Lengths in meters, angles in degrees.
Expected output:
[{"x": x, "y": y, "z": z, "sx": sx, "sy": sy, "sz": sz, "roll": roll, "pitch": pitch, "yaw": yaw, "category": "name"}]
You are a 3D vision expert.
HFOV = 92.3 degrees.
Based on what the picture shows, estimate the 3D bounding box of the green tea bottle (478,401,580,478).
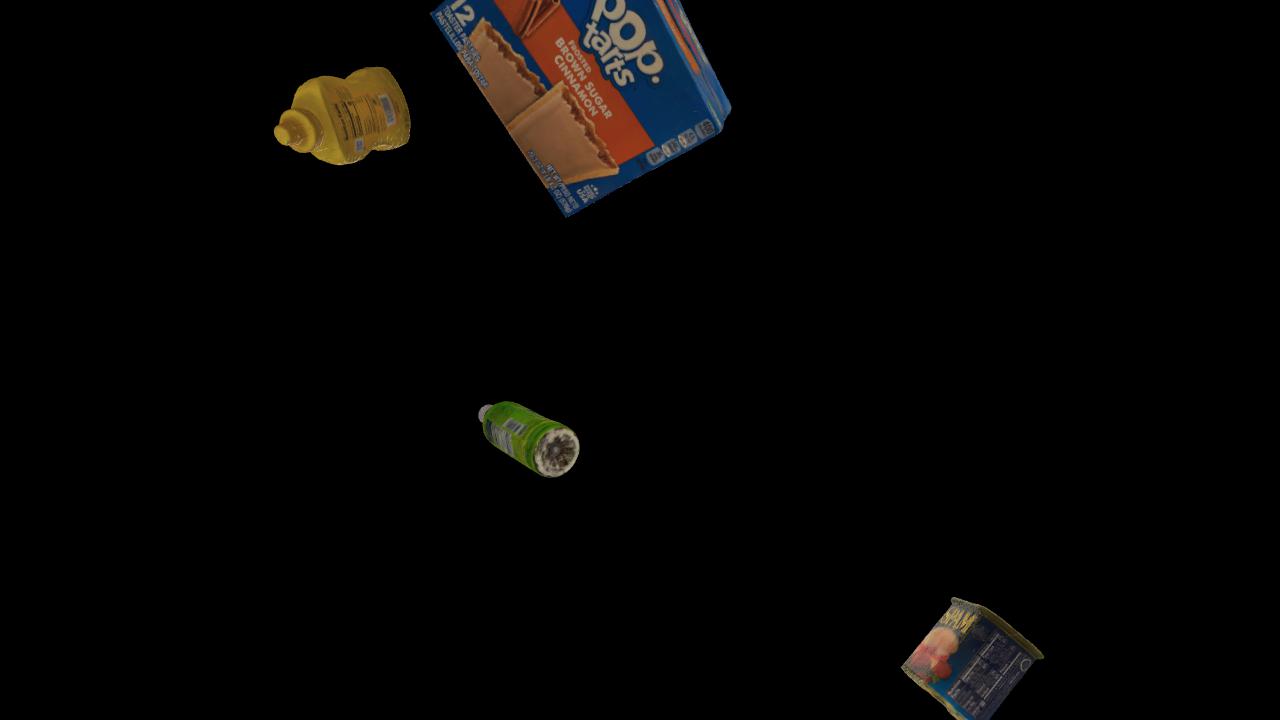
[{"x": -0.166, "y": 0.098, "z": 0.845, "sx": 0.073, "sy": 0.073, "sz": 0.212, "roll": 0, "pitch": 11, "yaw": -39, "category": "green tea bottle"}]

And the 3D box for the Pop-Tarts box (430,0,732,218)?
[{"x": -0.035, "y": -0.216, "z": 0.449, "sx": 0.141, "sy": 0.167, "sz": 0.083, "roll": -21, "pitch": 28, "yaw": 26, "category": "Pop-Tarts box"}]

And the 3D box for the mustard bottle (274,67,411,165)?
[{"x": -0.326, "y": -0.263, "z": 0.672, "sx": 0.054, "sy": 0.092, "sz": 0.184, "roll": 6, "pitch": 32, "yaw": 13, "category": "mustard bottle"}]

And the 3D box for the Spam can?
[{"x": 0.282, "y": 0.261, "z": 0.532, "sx": 0.058, "sy": 0.085, "sz": 0.101, "roll": 40, "pitch": -5, "yaw": 17, "category": "Spam can"}]
